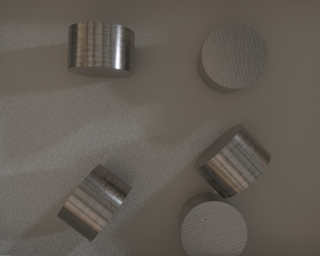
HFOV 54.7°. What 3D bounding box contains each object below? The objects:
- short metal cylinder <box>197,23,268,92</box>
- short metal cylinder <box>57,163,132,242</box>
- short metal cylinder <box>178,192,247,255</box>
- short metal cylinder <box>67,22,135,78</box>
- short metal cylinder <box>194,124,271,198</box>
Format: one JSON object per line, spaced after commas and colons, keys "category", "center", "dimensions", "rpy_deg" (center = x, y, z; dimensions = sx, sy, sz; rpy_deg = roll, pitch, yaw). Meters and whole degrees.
{"category": "short metal cylinder", "center": [0.091, -0.088, 0.399], "dimensions": [0.081, 0.050, 0.080], "rpy_deg": [0, 90, 0]}
{"category": "short metal cylinder", "center": [-0.080, 0.091, 0.383], "dimensions": [0.050, 0.080, 0.080], "rpy_deg": [38, 90, 0]}
{"category": "short metal cylinder", "center": [0.065, 0.128, 0.399], "dimensions": [0.081, 0.050, 0.080], "rpy_deg": [0, 90, 0]}
{"category": "short metal cylinder", "center": [-0.072, -0.093, 0.383], "dimensions": [0.081, 0.080, 0.050], "rpy_deg": [2, 90, 0]}
{"category": "short metal cylinder", "center": [0.088, 0.040, 0.384], "dimensions": [0.080, 0.080, 0.050], "rpy_deg": [-44, 90, 0]}
